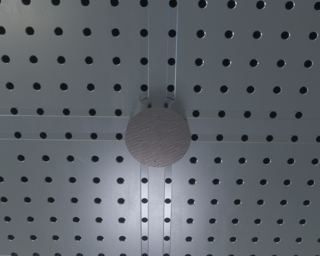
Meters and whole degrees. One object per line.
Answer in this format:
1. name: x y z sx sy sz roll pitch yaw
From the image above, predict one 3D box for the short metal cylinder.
1. short metal cylinder: -0.002 0.004 0.401 0.080 0.050 0.079 0 110 0
